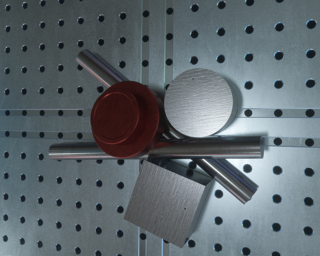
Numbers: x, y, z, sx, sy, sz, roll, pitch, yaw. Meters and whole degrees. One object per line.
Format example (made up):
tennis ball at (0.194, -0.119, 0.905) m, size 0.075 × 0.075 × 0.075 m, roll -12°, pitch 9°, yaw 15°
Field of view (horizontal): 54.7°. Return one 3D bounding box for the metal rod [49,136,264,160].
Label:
metal rod at (-0.024, 0.028, 0.400) m, size 0.300 × 0.025 × 0.025 m, roll -3°, pitch 89°, yaw 26°

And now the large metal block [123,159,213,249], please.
large metal block at (0.011, 0.089, 0.392) m, size 0.080 × 0.050 × 0.080 m, roll 21°, pitch 97°, yaw 18°

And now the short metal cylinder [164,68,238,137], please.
short metal cylinder at (0.051, -0.029, 0.380) m, size 0.080 × 0.050 × 0.079 m, roll 0°, pitch 90°, yaw 19°

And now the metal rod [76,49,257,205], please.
metal rod at (-0.001, -0.011, 0.412) m, size 0.300 × 0.025 × 0.025 m, roll 40°, pitch 103°, yaw 15°

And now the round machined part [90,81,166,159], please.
round machined part at (-0.046, -0.012, 0.383) m, size 0.098 × 0.042 × 0.097 m, roll -4°, pitch 79°, yaw 25°
